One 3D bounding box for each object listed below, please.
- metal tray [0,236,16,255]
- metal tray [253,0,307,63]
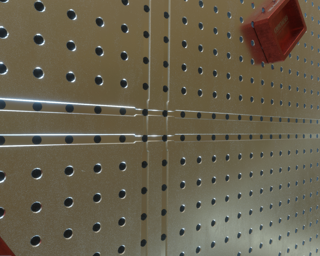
[{"bbox_3d":[-0.180,0.115,0.218,0.090,0.030,0.131,62,31,-16],"label":"metal tray"},{"bbox_3d":[0.240,-0.199,0.609,0.131,0.030,0.090,-47,119,-30],"label":"metal tray"}]
